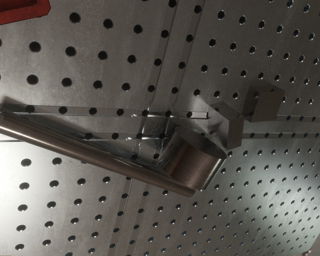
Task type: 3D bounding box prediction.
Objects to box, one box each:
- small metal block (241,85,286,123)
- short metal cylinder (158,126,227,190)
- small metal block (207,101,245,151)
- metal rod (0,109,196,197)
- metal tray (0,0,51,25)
[{"bbox_3d":[0.158,-0.038,0.477,0.050,0.025,0.050,-5,121,-26],"label":"small metal block"},{"bbox_3d":[0.044,0.040,0.427,0.081,0.080,0.050,18,109,-36],"label":"short metal cylinder"},{"bbox_3d":[0.094,-0.004,0.446,0.025,0.050,0.050,-16,125,-20],"label":"small metal block"},{"bbox_3d":[-0.058,0.046,0.409,0.301,0.025,0.025,27,103,-38],"label":"metal rod"},{"bbox_3d":[-0.149,-0.146,0.236,0.091,0.030,0.129,-20,127,-17],"label":"metal tray"}]
